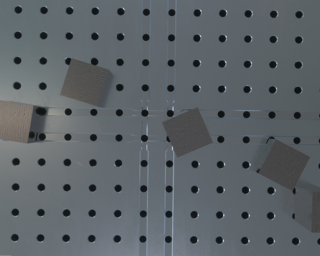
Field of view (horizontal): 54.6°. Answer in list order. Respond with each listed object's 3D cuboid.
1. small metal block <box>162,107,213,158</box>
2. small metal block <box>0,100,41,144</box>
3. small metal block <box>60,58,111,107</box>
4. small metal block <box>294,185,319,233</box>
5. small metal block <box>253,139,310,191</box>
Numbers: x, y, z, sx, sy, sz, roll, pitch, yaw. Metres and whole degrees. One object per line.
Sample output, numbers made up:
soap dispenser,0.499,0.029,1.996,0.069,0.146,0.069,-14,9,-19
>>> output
small metal block,0.036,0.006,0.414,0.050,0.025,0.050,-23,90,0
small metal block,-0.192,-0.009,0.412,0.050,0.025,0.050,9,90,0
small metal block,-0.098,-0.059,0.413,0.050,0.025,0.050,17,90,0
small metal block,0.198,0.103,0.402,0.025,0.050,0.050,1,90,0
small metal block,0.161,0.048,0.414,0.050,0.025,0.050,27,90,0
